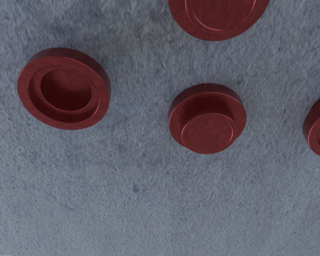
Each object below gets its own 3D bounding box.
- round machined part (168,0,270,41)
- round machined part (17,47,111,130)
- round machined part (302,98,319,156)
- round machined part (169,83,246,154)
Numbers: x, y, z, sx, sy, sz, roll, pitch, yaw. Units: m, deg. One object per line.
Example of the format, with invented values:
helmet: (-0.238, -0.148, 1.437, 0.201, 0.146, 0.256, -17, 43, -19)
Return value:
round machined part: (0.056, -0.127, 0.289, 0.099, 0.042, 0.097, -1, 130, 0)
round machined part: (-0.105, -0.047, 0.354, 0.099, 0.042, 0.097, -1, 130, 0)
round machined part: (0.231, -0.010, 0.391, 0.099, 0.042, 0.097, -1, 130, 0)
round machined part: (0.060, -0.005, 0.393, 0.099, 0.042, 0.097, -1, 130, 0)
